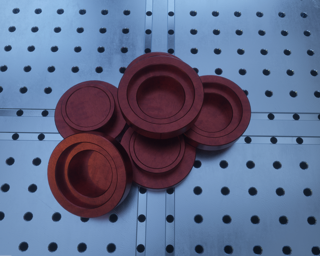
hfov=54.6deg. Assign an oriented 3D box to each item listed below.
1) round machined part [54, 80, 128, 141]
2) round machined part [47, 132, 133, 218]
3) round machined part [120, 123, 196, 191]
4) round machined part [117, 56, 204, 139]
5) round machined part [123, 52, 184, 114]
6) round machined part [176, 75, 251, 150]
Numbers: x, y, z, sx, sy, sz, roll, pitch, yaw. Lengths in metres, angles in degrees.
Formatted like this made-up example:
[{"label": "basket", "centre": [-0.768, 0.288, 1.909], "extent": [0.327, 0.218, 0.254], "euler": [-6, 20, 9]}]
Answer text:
[{"label": "round machined part", "centre": [-0.090, -0.020, 0.410], "extent": [0.099, 0.042, 0.098], "euler": [0, 70, 0]}, {"label": "round machined part", "centre": [-0.079, 0.052, 0.369], "extent": [0.098, 0.042, 0.097], "euler": [1, 93, 14]}, {"label": "round machined part", "centre": [-0.003, 0.028, 0.392], "extent": [0.099, 0.042, 0.098], "euler": [0, 70, 0]}, {"label": "round machined part", "centre": [0.001, -0.033, 0.369], "extent": [0.099, 0.042, 0.098], "euler": [0, 70, 0]}, {"label": "round machined part", "centre": [-0.003, -0.064, 0.426], "extent": [0.099, 0.042, 0.098], "euler": [0, 70, 0]}, {"label": "round machined part", "centre": [0.065, -0.017, 0.409], "extent": [0.099, 0.042, 0.098], "euler": [0, 70, 0]}]
